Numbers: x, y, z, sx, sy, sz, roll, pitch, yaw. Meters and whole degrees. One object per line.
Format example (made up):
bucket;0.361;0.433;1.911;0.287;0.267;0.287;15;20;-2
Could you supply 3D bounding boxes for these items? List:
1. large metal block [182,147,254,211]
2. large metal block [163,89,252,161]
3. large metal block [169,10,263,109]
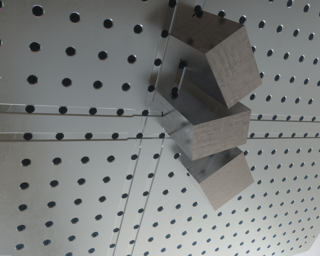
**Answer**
large metal block;0.094;0.072;0.494;0.080;0.050;0.080;-35;129;-5
large metal block;0.057;-0.010;0.403;0.081;0.080;0.050;-15;125;-21
large metal block;0.065;-0.081;0.362;0.050;0.080;0.080;-37;130;-4
